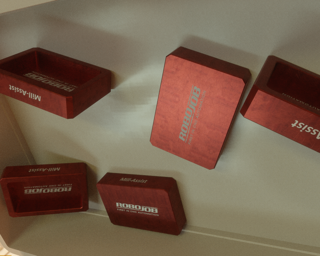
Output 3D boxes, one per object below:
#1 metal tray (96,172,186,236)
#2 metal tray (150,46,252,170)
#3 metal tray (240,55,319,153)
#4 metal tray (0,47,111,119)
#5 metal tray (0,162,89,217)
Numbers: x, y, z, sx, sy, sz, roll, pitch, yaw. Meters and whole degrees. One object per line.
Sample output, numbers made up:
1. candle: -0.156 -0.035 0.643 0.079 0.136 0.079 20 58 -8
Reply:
1. metal tray: -0.030 0.120 0.496 0.130 0.030 0.089 -1 118 28
2. metal tray: 0.043 -0.020 0.370 0.090 0.030 0.129 22 127 14
3. metal tray: 0.147 -0.015 0.279 0.130 0.090 0.030 27 128 11
4. metal tray: -0.141 -0.063 0.402 0.130 0.090 0.030 20 126 16
5. metal tray: -0.190 0.105 0.525 0.131 0.030 0.089 -2 124 -11
